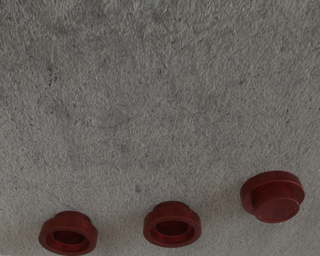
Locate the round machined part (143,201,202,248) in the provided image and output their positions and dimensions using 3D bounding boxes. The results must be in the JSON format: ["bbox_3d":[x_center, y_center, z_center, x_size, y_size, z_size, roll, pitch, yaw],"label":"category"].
[{"bbox_3d":[0.021,0.163,0.535,0.099,0.042,0.097,0,130,0],"label":"round machined part"}]

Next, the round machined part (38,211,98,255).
[{"bbox_3d":[-0.160,0.184,0.551,0.099,0.042,0.097,0,130,0],"label":"round machined part"}]

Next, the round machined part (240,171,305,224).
[{"bbox_3d":[0.182,0.116,0.497,0.099,0.042,0.097,0,130,0],"label":"round machined part"}]
